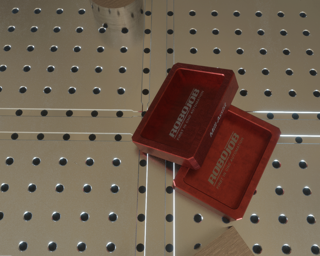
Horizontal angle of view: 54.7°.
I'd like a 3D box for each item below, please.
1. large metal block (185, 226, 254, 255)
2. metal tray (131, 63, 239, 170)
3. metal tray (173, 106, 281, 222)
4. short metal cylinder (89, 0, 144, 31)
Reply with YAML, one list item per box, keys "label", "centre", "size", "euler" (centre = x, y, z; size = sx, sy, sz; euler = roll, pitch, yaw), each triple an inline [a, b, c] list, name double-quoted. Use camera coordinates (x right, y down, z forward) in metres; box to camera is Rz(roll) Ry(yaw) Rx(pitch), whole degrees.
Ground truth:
- label: "large metal block"
  centre: [0.068, 0.166, 0.338]
  size: [0.080, 0.050, 0.080]
  euler: [-32, 73, -11]
- label: "metal tray"
  centre: [0.033, -0.020, 0.396]
  size: [0.090, 0.030, 0.130]
  euler: [16, 67, 33]
- label: "metal tray"
  centre: [0.085, 0.039, 0.395]
  size: [0.090, 0.030, 0.130]
  euler: [28, 72, 9]
- label: "short metal cylinder"
  centre: [-0.066, -0.196, 0.470]
  size: [0.081, 0.050, 0.080]
  euler: [0, 70, 0]
